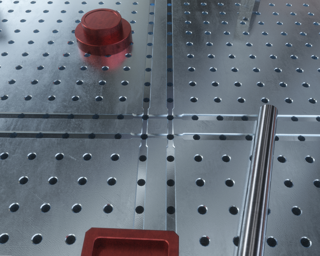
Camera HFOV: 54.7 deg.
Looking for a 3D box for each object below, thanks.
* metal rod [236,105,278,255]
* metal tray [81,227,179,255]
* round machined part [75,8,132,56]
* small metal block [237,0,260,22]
[{"bbox_3d":[0.104,0.086,0.335,0.025,0.025,0.300,14,51,11],"label":"metal rod"},{"bbox_3d":[-0.030,0.157,0.271,0.091,0.030,0.130,2,50,1],"label":"metal tray"},{"bbox_3d":[-0.099,-0.173,0.541,0.099,0.042,0.098,0,50,0],"label":"round machined part"},{"bbox_3d":[0.174,-0.240,0.594,0.025,0.050,0.050,23,54,18],"label":"small metal block"}]
